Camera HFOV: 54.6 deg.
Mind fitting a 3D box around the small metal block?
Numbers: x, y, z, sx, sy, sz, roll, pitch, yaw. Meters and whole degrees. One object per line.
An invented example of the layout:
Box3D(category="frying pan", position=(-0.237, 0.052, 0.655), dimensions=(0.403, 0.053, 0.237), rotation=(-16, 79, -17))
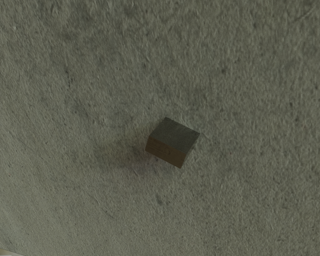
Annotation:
Box3D(category="small metal block", position=(0.017, 0.017, 0.393), dimensions=(0.050, 0.050, 0.025), rotation=(27, 128, 12))
